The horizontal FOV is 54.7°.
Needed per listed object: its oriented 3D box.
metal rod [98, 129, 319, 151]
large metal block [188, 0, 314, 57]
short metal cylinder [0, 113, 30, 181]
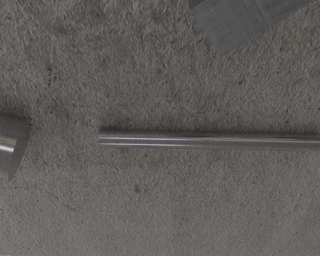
[{"bbox_3d":[0.070,0.017,0.421,0.302,0.025,0.025,1,130,-2],"label":"metal rod"},{"bbox_3d":[0.071,-0.120,0.270,0.080,0.080,0.050,-30,124,22],"label":"large metal block"},{"bbox_3d":[-0.201,0.021,0.387,0.050,0.080,0.079,16,128,-13],"label":"short metal cylinder"}]
